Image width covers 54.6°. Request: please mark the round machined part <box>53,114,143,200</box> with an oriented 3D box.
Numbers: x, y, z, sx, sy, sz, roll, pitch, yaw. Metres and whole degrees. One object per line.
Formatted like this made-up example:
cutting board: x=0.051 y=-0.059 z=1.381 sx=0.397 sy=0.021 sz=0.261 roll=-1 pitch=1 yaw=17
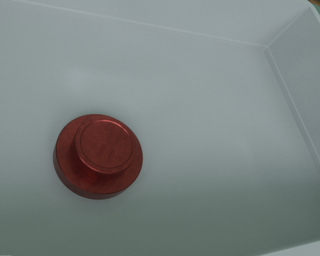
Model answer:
round machined part: x=-0.064 y=0.026 z=0.344 sx=0.099 sy=0.042 sz=0.098 roll=13 pitch=56 yaw=-21
